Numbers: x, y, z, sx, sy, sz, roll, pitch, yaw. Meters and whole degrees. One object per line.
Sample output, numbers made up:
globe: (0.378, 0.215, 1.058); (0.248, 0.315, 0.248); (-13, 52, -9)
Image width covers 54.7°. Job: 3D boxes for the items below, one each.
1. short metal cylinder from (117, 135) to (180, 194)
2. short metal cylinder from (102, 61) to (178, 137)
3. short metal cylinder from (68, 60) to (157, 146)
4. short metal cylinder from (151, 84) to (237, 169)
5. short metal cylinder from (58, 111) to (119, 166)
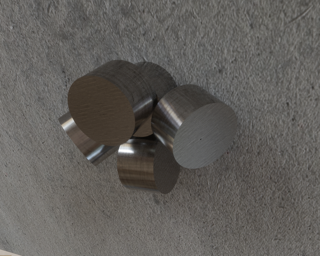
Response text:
short metal cylinder: (-0.012, 0.043, 0.403); (0.050, 0.080, 0.079); (2, 119, 27)
short metal cylinder: (-0.023, -0.036, 0.381); (0.080, 0.050, 0.079); (13, 124, 20)
short metal cylinder: (-0.051, -0.027, 0.335); (0.080, 0.050, 0.079); (13, 124, 20)
short metal cylinder: (0.037, -0.002, 0.343); (0.050, 0.081, 0.079); (46, 143, 49)
short metal cylinder: (-0.089, 0.004, 0.414); (0.080, 0.050, 0.080); (51, 172, 11)
